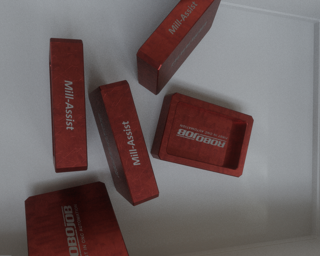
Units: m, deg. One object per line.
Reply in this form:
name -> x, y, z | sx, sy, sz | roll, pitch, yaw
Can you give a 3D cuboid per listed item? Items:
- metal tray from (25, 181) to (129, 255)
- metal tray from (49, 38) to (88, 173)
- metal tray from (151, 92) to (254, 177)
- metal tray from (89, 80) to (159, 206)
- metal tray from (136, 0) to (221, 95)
metal tray -> -0.089, 0.120, 0.326 | 0.091, 0.130, 0.030 | -10, 129, -20
metal tray -> -0.102, -0.022, 0.338 | 0.030, 0.090, 0.129 | -2, 91, -20
metal tray -> 0.061, 0.012, 0.431 | 0.131, 0.030, 0.090 | 15, 85, -20
metal tray -> -0.045, 0.016, 0.360 | 0.030, 0.090, 0.129 | -17, 96, -19
metal tray -> 0.023, -0.111, 0.383 | 0.030, 0.090, 0.130 | 36, 77, 6
